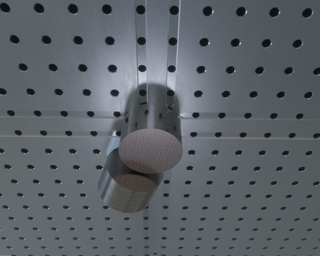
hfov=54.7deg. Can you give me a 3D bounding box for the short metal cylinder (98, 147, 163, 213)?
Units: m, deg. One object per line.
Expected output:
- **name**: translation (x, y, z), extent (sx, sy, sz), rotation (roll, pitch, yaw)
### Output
- **short metal cylinder**: translation (-0.042, 0.071, 0.436), extent (0.081, 0.080, 0.050), rotation (15, 128, -13)

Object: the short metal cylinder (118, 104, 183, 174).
- **short metal cylinder**: translation (-0.012, 0.015, 0.408), extent (0.081, 0.050, 0.079), rotation (0, 130, 0)
